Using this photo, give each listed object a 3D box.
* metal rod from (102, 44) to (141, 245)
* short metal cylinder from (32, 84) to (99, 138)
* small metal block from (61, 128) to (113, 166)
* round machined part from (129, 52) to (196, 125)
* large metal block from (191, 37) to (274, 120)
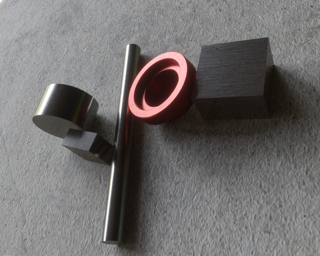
[{"bbox_3d":[-0.048,0.001,0.426,0.025,0.025,0.299,-11,57,22],"label":"metal rod"},{"bbox_3d":[-0.136,-0.021,0.450,0.080,0.080,0.050,-1,62,27],"label":"short metal cylinder"},{"bbox_3d":[-0.095,0.026,0.420,0.050,0.050,0.025,9,66,31],"label":"small metal block"},{"bbox_3d":[0.009,-0.047,0.406,0.098,0.042,0.098,-24,50,32],"label":"round machined part"},{"bbox_3d":[0.090,-0.057,0.375,0.080,0.050,0.080,0,61,27],"label":"large metal block"}]
